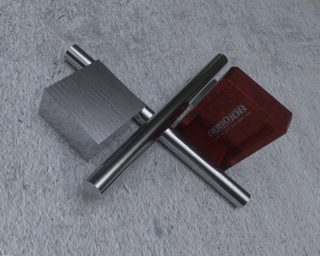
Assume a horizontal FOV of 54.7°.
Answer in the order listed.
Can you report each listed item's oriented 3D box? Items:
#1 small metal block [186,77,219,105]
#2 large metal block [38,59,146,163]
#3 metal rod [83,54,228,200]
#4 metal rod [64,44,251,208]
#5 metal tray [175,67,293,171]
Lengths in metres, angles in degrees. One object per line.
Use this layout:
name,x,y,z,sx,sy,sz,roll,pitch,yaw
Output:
small metal block,0.066,-0.058,0.478,0.050,0.025,0.050,46,51,3
large metal block,-0.078,-0.021,0.359,0.080,0.050,0.080,45,51,3
metal rod,0.015,-0.023,0.397,0.025,0.025,0.301,43,51,1
metal rod,-0.003,-0.002,0.407,0.300,0.025,0.025,41,51,-1
metal tray,0.083,-0.004,0.386,0.090,0.129,0.030,40,51,-1
